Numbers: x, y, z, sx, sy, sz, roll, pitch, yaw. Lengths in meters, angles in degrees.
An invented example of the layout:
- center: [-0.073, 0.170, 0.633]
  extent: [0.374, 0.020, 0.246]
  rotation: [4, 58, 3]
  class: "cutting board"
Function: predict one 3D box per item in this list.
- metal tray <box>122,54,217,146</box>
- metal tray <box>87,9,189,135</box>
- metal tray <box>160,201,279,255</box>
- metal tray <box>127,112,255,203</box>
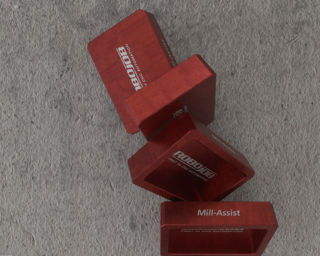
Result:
- center: [0.018, -0.018, 0.353]
  extent: [0.090, 0.130, 0.030]
  rotation: [-34, 69, -4]
  class: "metal tray"
- center: [-0.025, -0.068, 0.390]
  extent: [0.090, 0.030, 0.129]
  rotation: [-25, 90, 23]
  class: "metal tray"
- center: [0.066, 0.126, 0.380]
  extent: [0.131, 0.089, 0.030]
  rotation: [0, 46, 0]
  class: "metal tray"
- center: [0.039, 0.047, 0.358]
  extent: [0.090, 0.030, 0.130]
  rotation: [-42, 131, 17]
  class: "metal tray"
